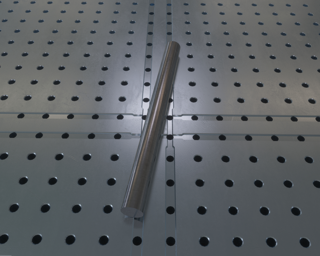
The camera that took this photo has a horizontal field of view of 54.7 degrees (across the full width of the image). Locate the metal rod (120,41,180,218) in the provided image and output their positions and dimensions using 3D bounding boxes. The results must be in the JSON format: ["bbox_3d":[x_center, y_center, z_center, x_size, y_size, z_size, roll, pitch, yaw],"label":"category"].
[{"bbox_3d":[-0.004,-0.023,0.426,0.025,0.025,0.300,8,50,6],"label":"metal rod"}]
